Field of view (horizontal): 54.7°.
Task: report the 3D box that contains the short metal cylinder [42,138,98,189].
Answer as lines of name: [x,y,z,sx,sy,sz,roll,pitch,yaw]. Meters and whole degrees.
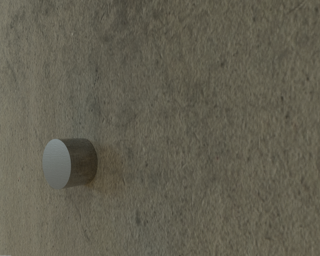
short metal cylinder: [-0.148,0.057,0.508,0.080,0.050,0.079,0,90,39]
